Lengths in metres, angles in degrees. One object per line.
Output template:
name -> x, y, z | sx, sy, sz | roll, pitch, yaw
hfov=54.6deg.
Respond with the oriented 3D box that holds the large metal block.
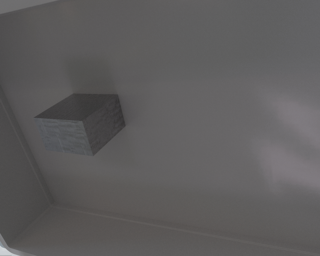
large metal block -> -0.107, -0.008, 0.425 | 0.080, 0.080, 0.050 | 4, 120, 26
